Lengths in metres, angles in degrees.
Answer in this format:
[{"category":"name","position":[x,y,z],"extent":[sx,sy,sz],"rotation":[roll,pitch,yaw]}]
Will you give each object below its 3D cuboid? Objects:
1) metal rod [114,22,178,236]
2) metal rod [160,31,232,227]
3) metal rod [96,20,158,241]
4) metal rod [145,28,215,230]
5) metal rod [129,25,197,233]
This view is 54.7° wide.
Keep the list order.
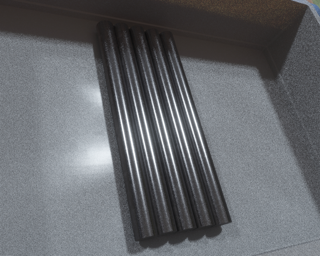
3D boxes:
[{"category":"metal rod","position":[-0.026,-0.017,0.400],"extent":[0.025,0.025,0.299],"rotation":[0,62,-28]},{"category":"metal rod","position":[0.042,-0.015,0.436],"extent":[0.025,0.025,0.299],"rotation":[0,62,-28]},{"category":"metal rod","position":[-0.047,-0.016,0.388],"extent":[0.025,0.025,0.299],"rotation":[0,62,-28]},{"category":"metal rod","position":[0.019,-0.016,0.424],"extent":[0.025,0.025,0.299],"rotation":[0,62,-28]},{"category":"metal rod","position":[-0.004,-0.016,0.412],"extent":[0.025,0.025,0.299],"rotation":[0,62,-28]}]
